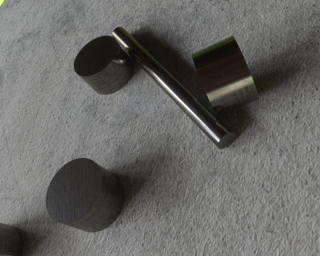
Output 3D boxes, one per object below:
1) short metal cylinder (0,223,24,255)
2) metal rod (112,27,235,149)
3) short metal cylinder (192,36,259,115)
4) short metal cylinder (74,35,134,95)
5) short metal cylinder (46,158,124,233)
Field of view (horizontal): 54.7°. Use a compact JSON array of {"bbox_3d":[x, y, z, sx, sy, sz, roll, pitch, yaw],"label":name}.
[{"bbox_3d":[-0.230,0.164,0.408,0.080,0.050,0.080,-13,56,21],"label":"short metal cylinder"},{"bbox_3d":[0.002,-0.075,0.448,0.025,0.025,0.300,-40,51,1],"label":"metal rod"},{"bbox_3d":[0.077,-0.061,0.366,0.050,0.080,0.080,-23,53,15],"label":"short metal cylinder"},{"bbox_3d":[-0.089,-0.100,0.496,0.080,0.050,0.080,-13,56,21],"label":"short metal cylinder"},{"bbox_3d":[-0.092,0.084,0.385,0.080,0.050,0.080,-13,56,21],"label":"short metal cylinder"}]
